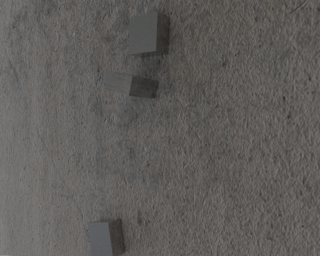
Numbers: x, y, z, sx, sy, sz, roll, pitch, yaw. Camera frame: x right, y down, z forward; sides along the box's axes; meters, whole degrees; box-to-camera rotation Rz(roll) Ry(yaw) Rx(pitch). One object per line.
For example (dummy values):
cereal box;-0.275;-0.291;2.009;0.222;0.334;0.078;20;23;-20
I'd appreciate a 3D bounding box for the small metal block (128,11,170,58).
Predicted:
small metal block;-0.015;-0.124;0.417;0.050;0.025;0.050;4;93;40

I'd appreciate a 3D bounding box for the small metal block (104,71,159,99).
small metal block;-0.039;-0.059;0.421;0.050;0.050;0.025;19;102;38

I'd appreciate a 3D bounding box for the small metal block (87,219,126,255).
small metal block;-0.082;0.167;0.473;0.050;0.025;0.050;-16;80;39
